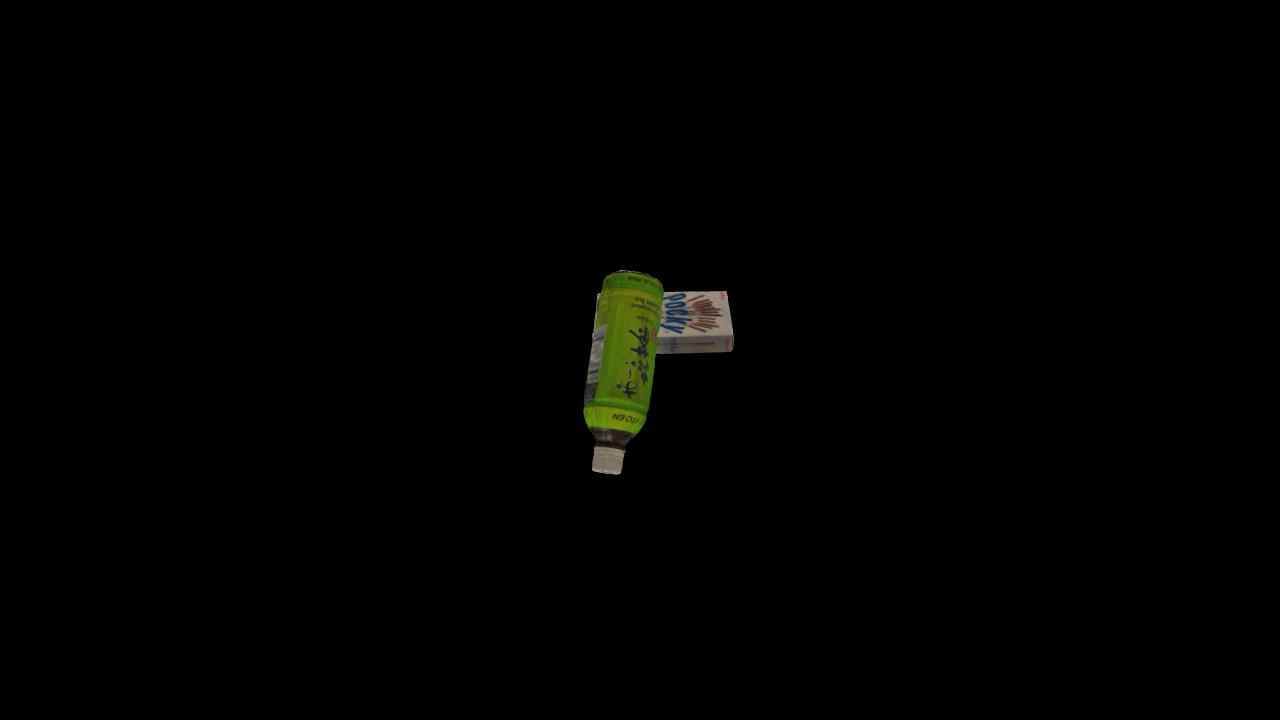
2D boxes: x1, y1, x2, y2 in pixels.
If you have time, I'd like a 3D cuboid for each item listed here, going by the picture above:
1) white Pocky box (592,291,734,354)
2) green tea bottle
[{"bbox_3d":[0.025,-0.043,0.698,0.154,0.028,0.084,-1,43,2],"label":"white Pocky box"},{"bbox_3d":[-0.021,0.014,0.653,0.073,0.212,0.073,9,-14,2],"label":"green tea bottle"}]
